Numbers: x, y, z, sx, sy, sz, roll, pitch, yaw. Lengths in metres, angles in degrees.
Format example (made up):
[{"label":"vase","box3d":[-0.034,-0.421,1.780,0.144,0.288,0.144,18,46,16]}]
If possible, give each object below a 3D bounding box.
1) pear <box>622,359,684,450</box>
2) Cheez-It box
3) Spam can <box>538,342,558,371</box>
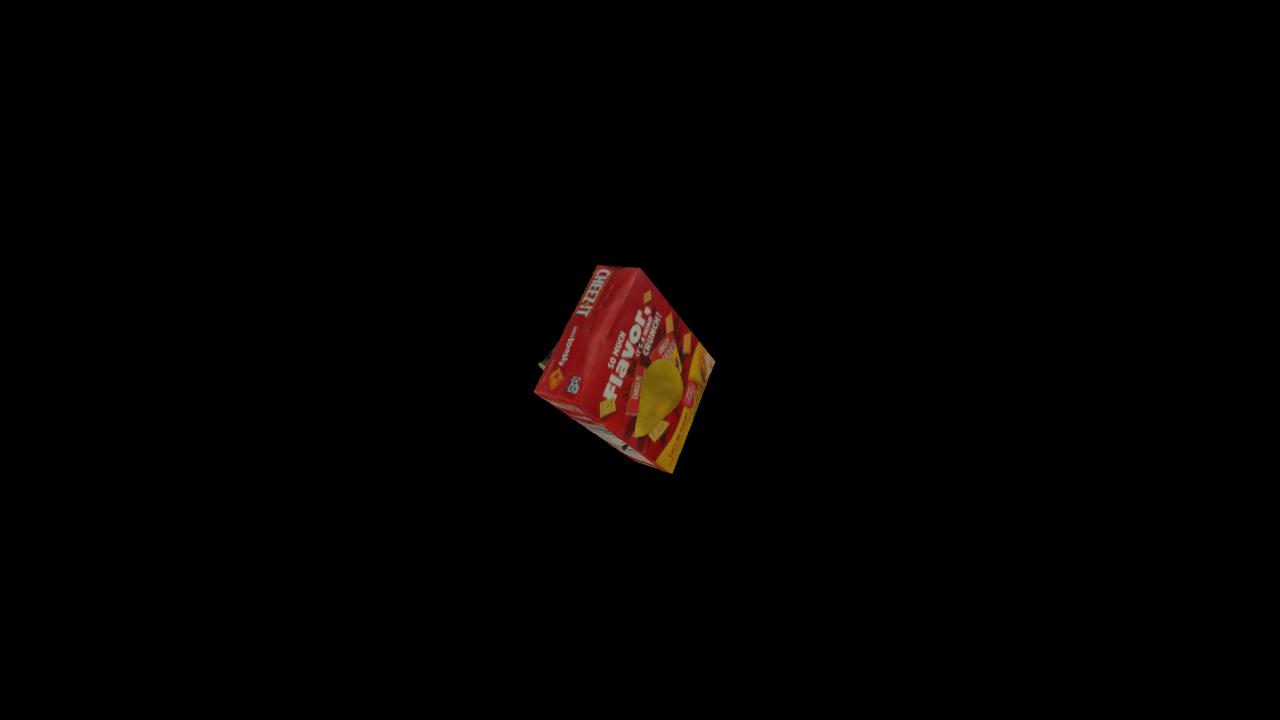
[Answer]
[{"label":"pear","box3d":[0.008,0.052,0.709,0.080,0.111,0.080,7,-16,2]},{"label":"Cheez-It box","box3d":[-0.005,0.018,0.727,0.071,0.166,0.223,11,-21,36]},{"label":"Spam can","box3d":[-0.060,0.002,0.769,0.101,0.085,0.058,31,-14,19]}]
